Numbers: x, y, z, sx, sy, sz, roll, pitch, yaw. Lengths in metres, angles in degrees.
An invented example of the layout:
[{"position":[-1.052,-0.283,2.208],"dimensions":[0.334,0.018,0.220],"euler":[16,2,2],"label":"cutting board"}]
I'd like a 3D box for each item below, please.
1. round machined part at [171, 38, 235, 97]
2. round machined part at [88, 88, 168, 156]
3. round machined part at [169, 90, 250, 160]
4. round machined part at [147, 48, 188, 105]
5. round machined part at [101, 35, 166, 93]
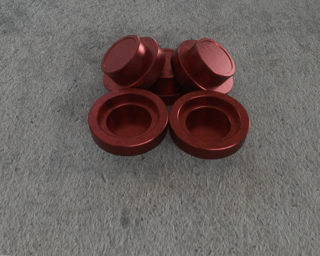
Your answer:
[{"position":[0.068,-0.089,0.441],"dimensions":[0.099,0.042,0.098],"euler":[19,52,-25],"label":"round machined part"},{"position":[-0.039,-0.003,0.396],"dimensions":[0.099,0.042,0.098],"euler":[0,50,0],"label":"round machined part"},{"position":[0.060,0.000,0.394],"dimensions":[0.099,0.042,0.098],"euler":[0,50,0],"label":"round machined part"},{"position":[0.007,-0.082,0.462],"dimensions":[0.099,0.042,0.098],"euler":[0,50,0],"label":"round machined part"},{"position":[-0.044,-0.093,0.440],"dimensions":[0.098,0.042,0.098],"euler":[-21,49,26],"label":"round machined part"}]
